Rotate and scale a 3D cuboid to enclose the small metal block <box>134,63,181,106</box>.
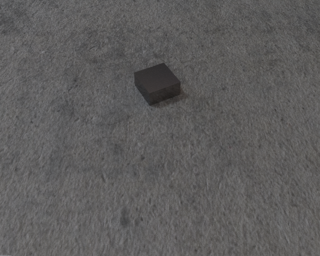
[{"bbox_3d":[-0.004,-0.066,0.458,0.050,0.025,0.050,-22,54,-18],"label":"small metal block"}]
